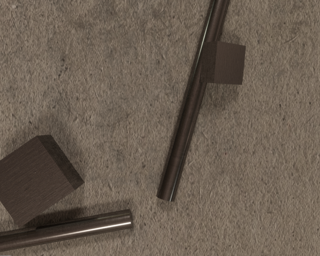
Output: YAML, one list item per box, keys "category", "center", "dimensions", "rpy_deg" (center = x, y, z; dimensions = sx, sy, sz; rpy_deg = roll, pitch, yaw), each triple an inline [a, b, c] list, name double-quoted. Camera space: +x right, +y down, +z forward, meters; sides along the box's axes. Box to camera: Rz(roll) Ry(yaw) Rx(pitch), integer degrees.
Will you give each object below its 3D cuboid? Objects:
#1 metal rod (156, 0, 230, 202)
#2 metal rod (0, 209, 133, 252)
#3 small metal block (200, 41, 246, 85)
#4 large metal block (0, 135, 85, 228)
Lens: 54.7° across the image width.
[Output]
- category: "metal rod"
  center: [0.047, -0.051, 0.410]
  dimensions: [0.025, 0.025, 0.298]
  rpy_deg: [16, 90, -1]
- category: "metal rod"
  center: [-0.187, 0.146, 0.407]
  dimensions: [0.302, 0.025, 0.025]
  rpy_deg: [-10, 90, -1]
- category: "small metal block"
  center: [0.081, -0.082, 0.396]
  dimensions: [0.050, 0.025, 0.050]
  rpy_deg: [-2, 100, -34]
- category: "large metal block"
  center: [-0.158, 0.064, 0.395]
  dimensions: [0.080, 0.050, 0.080]
  rpy_deg: [-35, 90, 0]
